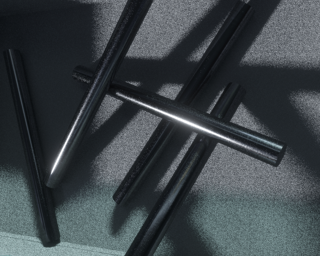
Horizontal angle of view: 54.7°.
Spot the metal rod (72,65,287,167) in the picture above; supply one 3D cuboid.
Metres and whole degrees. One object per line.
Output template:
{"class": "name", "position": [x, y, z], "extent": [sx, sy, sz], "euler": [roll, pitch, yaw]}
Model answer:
{"class": "metal rod", "position": [-0.001, -0.027, 0.373], "extent": [0.300, 0.025, 0.025], "euler": [24, 98, 32]}

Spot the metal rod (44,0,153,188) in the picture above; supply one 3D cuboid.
{"class": "metal rod", "position": [-0.091, -0.033, 0.404], "extent": [0.025, 0.025, 0.298], "euler": [40, 116, 15]}

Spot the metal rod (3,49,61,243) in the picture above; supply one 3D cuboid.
{"class": "metal rod", "position": [-0.199, 0.024, 0.478], "extent": [0.025, 0.025, 0.298], "euler": [-16, 85, 19]}

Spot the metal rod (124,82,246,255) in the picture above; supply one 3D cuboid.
{"class": "metal rod", "position": [0.016, 0.073, 0.337], "extent": [0.025, 0.025, 0.300], "euler": [28, 73, 17]}

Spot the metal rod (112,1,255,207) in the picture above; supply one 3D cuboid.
{"class": "metal rod", "position": [0.025, -0.023, 0.401], "extent": [0.025, 0.025, 0.299], "euler": [36, 101, 16]}
